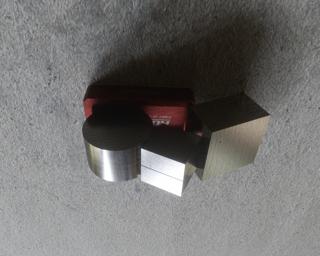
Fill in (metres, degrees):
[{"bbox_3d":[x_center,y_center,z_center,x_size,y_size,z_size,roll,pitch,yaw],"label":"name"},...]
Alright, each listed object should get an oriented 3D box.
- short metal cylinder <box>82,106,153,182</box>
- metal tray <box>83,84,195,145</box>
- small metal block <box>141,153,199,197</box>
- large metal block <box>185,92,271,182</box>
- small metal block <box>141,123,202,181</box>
[{"bbox_3d":[-0.048,0.017,0.370,0.081,0.080,0.050,1,130,-1],"label":"short metal cylinder"},{"bbox_3d":[-0.025,-0.009,0.397,0.131,0.030,0.089,2,130,-2],"label":"metal tray"},{"bbox_3d":[0.012,0.045,0.361,0.050,0.050,0.025,19,131,18],"label":"small metal block"},{"bbox_3d":[0.078,0.010,0.383,0.081,0.050,0.079,-15,134,-22],"label":"large metal block"},{"bbox_3d":[0.013,0.025,0.345,0.050,0.050,0.025,19,131,18],"label":"small metal block"}]
